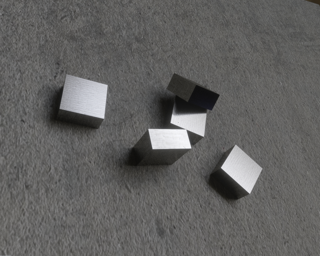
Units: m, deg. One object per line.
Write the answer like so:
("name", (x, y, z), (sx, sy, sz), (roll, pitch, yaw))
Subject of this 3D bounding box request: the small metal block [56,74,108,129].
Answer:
("small metal block", (-0.093, -0.031, 0.373), (0.050, 0.025, 0.050), (13, 56, -21))

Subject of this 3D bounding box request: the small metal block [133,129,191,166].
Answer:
("small metal block", (0.001, 0.024, 0.373), (0.050, 0.050, 0.025), (1, 62, -28))

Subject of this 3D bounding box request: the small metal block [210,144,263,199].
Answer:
("small metal block", (0.105, 0.060, 0.424), (0.050, 0.025, 0.050), (42, 51, 1))

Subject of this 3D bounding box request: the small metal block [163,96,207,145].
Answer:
("small metal block", (0.035, -0.012, 0.429), (0.050, 0.025, 0.050), (23, 53, -15))

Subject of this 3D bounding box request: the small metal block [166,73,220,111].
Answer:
("small metal block", (0.046, -0.051, 0.435), (0.050, 0.025, 0.050), (15, 17, -41))
